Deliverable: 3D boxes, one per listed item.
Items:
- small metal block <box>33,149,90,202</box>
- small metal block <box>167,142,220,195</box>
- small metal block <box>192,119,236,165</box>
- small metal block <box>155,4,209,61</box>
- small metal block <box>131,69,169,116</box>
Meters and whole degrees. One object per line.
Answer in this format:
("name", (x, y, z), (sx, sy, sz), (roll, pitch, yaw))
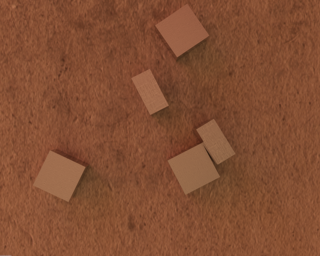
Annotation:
("small metal block", (-0.129, 0.062, 0.408), (0.050, 0.025, 0.050), (26, 90, -1))
("small metal block", (0.043, 0.052, 0.411), (0.050, 0.025, 0.050), (-27, 90, 0))
("small metal block", (0.067, 0.016, 0.398), (0.025, 0.050, 0.050), (-32, 90, 0))
("small metal block", (0.029, -0.125, 0.410), (0.050, 0.025, 0.050), (-34, 90, 0))
("small metal block", (-0.012, -0.044, 0.397), (0.025, 0.050, 0.050), (-27, 90, 0))
